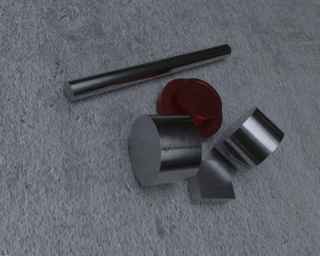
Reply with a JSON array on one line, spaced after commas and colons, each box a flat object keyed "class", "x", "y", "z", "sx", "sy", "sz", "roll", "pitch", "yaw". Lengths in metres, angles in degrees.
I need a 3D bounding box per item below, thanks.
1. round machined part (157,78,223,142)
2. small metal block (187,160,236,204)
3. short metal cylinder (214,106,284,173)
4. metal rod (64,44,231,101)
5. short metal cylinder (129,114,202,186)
[{"class": "round machined part", "x": 0.048, "y": -0.031, "z": 0.438, "sx": 0.099, "sy": 0.042, "sz": 0.098, "roll": 14, "pitch": 56, "yaw": -21}, {"class": "small metal block", "x": 0.063, "y": 0.069, "z": 0.395, "sx": 0.050, "sy": 0.025, "sz": 0.050, "roll": 7, "pitch": 59, "yaw": -25}, {"class": "short metal cylinder", "x": 0.120, "y": 0.016, "z": 0.424, "sx": 0.050, "sy": 0.080, "sz": 0.080, "roll": 45, "pitch": 51, "yaw": 2}, {"class": "metal rod", "x": 0.003, "y": -0.090, "z": 0.460, "sx": 0.302, "sy": 0.025, "sz": 0.025, "roll": -22, "pitch": 74, "yaw": -36}, {"class": "short metal cylinder", "x": 0.004, "y": 0.024, "z": 0.356, "sx": 0.050, "sy": 0.080, "sz": 0.080, "roll": -2, "pitch": 63, "yaw": -29}]
